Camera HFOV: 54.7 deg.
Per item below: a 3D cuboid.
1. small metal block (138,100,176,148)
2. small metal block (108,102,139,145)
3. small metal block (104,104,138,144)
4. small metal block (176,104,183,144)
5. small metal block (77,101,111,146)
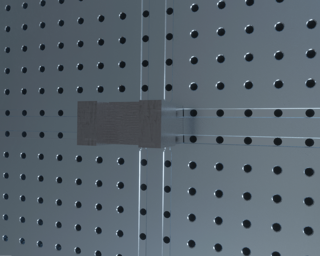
[{"bbox_3d":[-0.002,-0.004,0.344,0.025,0.050,0.050,1,90,20],"label":"small metal block"},{"bbox_3d":[-0.033,-0.006,0.371,0.050,0.025,0.050,1,90,19],"label":"small metal block"},{"bbox_3d":[-0.051,-0.005,0.415,0.025,0.050,0.050,1,90,20],"label":"small metal block"},{"bbox_3d":[0.011,-0.004,0.394,0.025,0.050,0.050,-1,90,20],"label":"small metal block"},{"bbox_3d":[-0.073,-0.005,0.370,0.025,0.050,0.050,1,90,20],"label":"small metal block"}]
